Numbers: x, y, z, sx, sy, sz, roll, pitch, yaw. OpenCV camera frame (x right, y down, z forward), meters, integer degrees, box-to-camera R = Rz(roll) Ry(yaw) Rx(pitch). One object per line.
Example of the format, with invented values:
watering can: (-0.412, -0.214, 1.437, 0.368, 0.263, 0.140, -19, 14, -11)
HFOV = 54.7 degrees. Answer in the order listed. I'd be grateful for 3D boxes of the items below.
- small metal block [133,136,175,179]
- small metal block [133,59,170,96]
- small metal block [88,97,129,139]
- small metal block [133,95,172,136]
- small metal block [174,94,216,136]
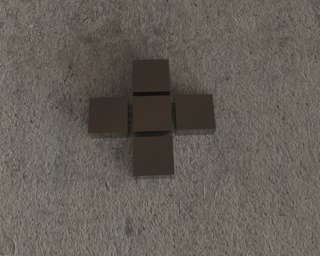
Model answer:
small metal block: (-0.008, 0.038, 0.395, 0.050, 0.025, 0.050, -2, 70, -1)
small metal block: (-0.012, -0.068, 0.434, 0.050, 0.025, 0.050, -2, 70, -1)
small metal block: (-0.067, -0.013, 0.413, 0.050, 0.025, 0.050, -2, 70, -1)
small metal block: (-0.010, -0.015, 0.415, 0.050, 0.025, 0.050, -2, 70, -1)
small metal block: (0.046, -0.017, 0.416, 0.050, 0.025, 0.050, -2, 70, -1)
